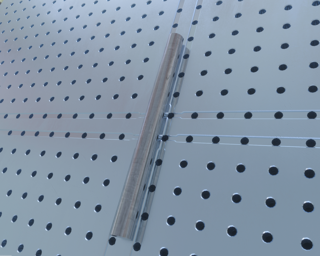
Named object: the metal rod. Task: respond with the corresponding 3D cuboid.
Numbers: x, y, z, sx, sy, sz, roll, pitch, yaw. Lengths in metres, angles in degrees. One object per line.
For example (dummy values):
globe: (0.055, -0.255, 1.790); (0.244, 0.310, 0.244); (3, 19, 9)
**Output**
metal rod: (-0.010, -0.007, 0.416); (0.025, 0.025, 0.300); (1, 62, 28)
